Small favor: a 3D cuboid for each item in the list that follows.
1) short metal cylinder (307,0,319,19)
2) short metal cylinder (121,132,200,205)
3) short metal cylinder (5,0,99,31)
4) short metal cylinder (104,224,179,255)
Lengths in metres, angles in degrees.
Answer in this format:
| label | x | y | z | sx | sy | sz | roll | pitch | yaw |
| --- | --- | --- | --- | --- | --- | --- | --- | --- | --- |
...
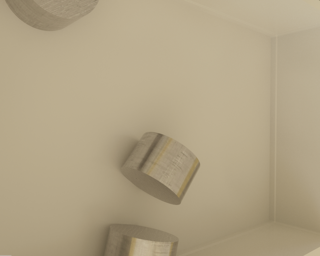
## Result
| label | x | y | z | sx | sy | sz | roll | pitch | yaw |
| --- | --- | --- | --- | --- | --- | --- | --- | --- | --- |
| short metal cylinder | 0.383 | -0.296 | 0.713 | 0.081 | 0.050 | 0.080 | 0 | 90 | -40 |
| short metal cylinder | 0.001 | 0.049 | 0.371 | 0.080 | 0.080 | 0.050 | 47 | 62 | -30 |
| short metal cylinder | -0.105 | -0.141 | 0.301 | 0.081 | 0.050 | 0.080 | 0 | 90 | -40 |
| short metal cylinder | -0.023 | 0.144 | 0.352 | 0.080 | 0.080 | 0.050 | 18 | 79 | -39 |
